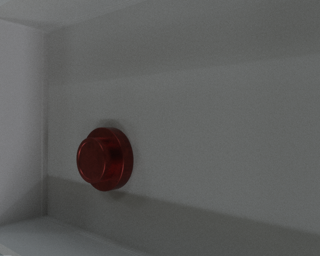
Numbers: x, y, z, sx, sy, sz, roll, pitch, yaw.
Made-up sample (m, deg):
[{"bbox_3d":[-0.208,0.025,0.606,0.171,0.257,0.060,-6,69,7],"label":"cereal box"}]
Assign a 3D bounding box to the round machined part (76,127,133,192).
[{"bbox_3d":[-0.090,0.048,0.472,0.098,0.042,0.097,0,90,40],"label":"round machined part"}]
